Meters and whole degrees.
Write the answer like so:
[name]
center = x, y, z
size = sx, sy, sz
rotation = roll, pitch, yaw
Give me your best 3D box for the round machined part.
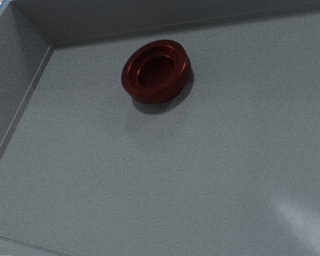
[round machined part]
center = -0.002, -0.074, 0.440
size = 0.098, 0.042, 0.098
rotation = -13, 56, 20
